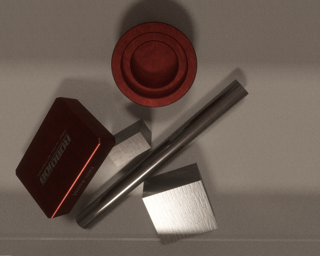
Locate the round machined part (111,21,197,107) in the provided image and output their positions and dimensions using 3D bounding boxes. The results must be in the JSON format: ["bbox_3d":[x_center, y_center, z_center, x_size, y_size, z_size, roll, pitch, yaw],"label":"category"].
[{"bbox_3d":[-0.007,-0.078,0.374,0.099,0.042,0.097,0,110,-1],"label":"round machined part"}]

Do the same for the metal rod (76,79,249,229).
[{"bbox_3d":[-0.006,0.043,0.427,0.300,0.025,0.025,-41,106,13],"label":"metal rod"}]

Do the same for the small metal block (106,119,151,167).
[{"bbox_3d":[-0.039,0.018,0.404,0.050,0.050,0.025,-30,108,10],"label":"small metal block"}]

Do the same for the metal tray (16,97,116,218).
[{"bbox_3d":[-0.124,0.037,0.395,0.090,0.030,0.129,42,108,23],"label":"metal tray"}]

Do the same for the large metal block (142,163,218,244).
[{"bbox_3d":[0.028,0.106,0.438,0.080,0.050,0.080,-19,109,6],"label":"large metal block"}]
